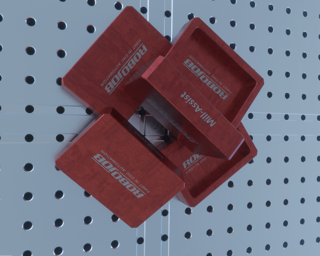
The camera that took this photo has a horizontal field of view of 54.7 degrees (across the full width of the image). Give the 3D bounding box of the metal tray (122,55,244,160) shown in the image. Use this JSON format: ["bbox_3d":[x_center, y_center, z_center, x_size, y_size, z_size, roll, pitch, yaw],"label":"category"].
[{"bbox_3d":[0.023,-0.019,0.355,0.130,0.090,0.030,42,77,-16],"label":"metal tray"}]

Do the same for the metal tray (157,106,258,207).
[{"bbox_3d":[0.065,0.035,0.434,0.131,0.030,0.090,-35,102,-17],"label":"metal tray"}]

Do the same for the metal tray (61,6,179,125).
[{"bbox_3d":[-0.048,-0.075,0.392,0.090,0.030,0.130,41,77,-16],"label":"metal tray"}]

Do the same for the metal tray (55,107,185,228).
[{"bbox_3d":[-0.045,0.050,0.374,0.090,0.030,0.130,-43,105,11],"label":"metal tray"}]

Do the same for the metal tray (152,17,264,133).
[{"bbox_3d":[0.064,-0.065,0.402,0.130,0.030,0.090,38,78,-17],"label":"metal tray"}]
